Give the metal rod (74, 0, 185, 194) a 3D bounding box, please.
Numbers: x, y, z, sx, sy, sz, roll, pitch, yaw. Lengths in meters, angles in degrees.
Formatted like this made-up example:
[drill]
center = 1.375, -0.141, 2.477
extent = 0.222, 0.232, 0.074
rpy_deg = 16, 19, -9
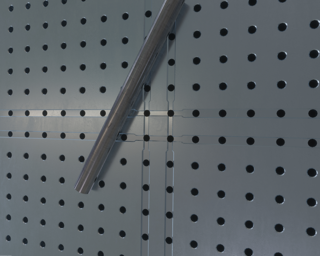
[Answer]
[metal rod]
center = -0.046, -0.041, 0.429
extent = 0.025, 0.025, 0.299
rpy_deg = 30, 100, 17
